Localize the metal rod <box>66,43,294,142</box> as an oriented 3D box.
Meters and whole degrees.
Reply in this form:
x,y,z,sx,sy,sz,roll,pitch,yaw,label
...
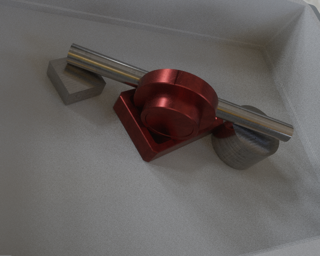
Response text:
x,y,z,sx,sy,sz,roll,pitch,yaw,label
0.033,-0.041,0.396,0.302,0.025,0.025,19,54,-10,metal rod

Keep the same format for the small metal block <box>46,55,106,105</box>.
x,y,z,sx,sy,sz,roll,pitch,yaw,label
-0.104,-0.062,0.386,0.050,0.025,0.050,-25,75,-37,small metal block

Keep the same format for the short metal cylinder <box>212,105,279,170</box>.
x,y,z,sx,sy,sz,roll,pitch,yaw,label
0.123,0.014,0.448,0.081,0.050,0.080,14,56,-21,short metal cylinder

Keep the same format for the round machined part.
x,y,z,sx,sy,sz,roll,pitch,yaw,label
0.016,-0.021,0.363,0.099,0.098,0.042,25,61,-14,round machined part

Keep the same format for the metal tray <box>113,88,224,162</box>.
x,y,z,sx,sy,sz,roll,pitch,yaw,label
0.014,-0.019,0.420,0.131,0.030,0.090,-21,73,-36,metal tray
